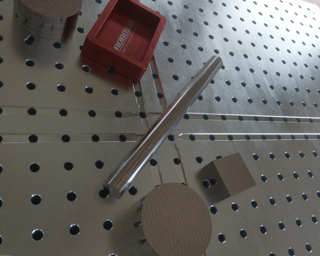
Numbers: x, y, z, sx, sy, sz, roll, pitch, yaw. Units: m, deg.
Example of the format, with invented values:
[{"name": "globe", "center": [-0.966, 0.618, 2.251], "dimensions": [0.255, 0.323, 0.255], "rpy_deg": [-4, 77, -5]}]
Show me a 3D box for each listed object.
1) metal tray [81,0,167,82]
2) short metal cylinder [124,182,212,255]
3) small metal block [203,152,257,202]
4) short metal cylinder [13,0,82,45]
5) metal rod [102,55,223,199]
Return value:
[{"name": "metal tray", "center": [-0.049, -0.140, 0.463], "dimensions": [0.090, 0.030, 0.130], "rpy_deg": [26, 52, -12]}, {"name": "short metal cylinder", "center": [0.008, 0.105, 0.332], "dimensions": [0.081, 0.050, 0.080], "rpy_deg": [14, 56, -21]}, {"name": "small metal block", "center": [0.094, 0.065, 0.419], "dimensions": [0.050, 0.025, 0.050], "rpy_deg": [-13, 68, -33]}, {"name": "short metal cylinder", "center": [-0.149, -0.157, 0.408], "dimensions": [0.081, 0.050, 0.080], "rpy_deg": [14, 56, -21]}, {"name": "metal rod", "center": [0.021, -0.022, 0.432], "dimensions": [0.025, 0.025, 0.301], "rpy_deg": [40, 51, -1]}]
